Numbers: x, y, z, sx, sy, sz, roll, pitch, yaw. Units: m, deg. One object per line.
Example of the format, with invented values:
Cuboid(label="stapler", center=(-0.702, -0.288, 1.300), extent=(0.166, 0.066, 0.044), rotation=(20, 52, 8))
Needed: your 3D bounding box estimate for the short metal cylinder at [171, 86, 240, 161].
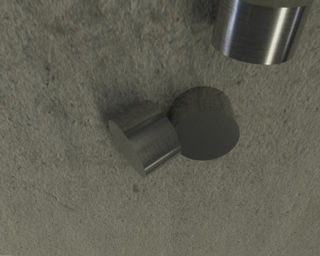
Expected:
Cuboid(label="short metal cylinder", center=(0.054, -0.005, 0.388), extent=(0.081, 0.050, 0.079), rotation=(0, 130, 0))

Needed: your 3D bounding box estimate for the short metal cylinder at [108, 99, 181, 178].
Cuboid(label="short metal cylinder", center=(-0.019, 0.013, 0.372), extent=(0.050, 0.080, 0.080), rotation=(-32, 132, -18))

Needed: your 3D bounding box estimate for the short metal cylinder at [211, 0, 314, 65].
Cuboid(label="short metal cylinder", center=(0.092, -0.101, 0.287), extent=(0.081, 0.080, 0.050), rotation=(2, 130, -2))
